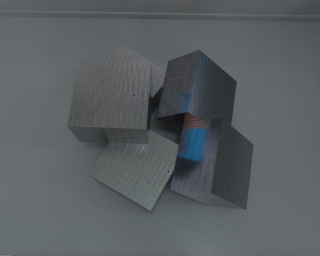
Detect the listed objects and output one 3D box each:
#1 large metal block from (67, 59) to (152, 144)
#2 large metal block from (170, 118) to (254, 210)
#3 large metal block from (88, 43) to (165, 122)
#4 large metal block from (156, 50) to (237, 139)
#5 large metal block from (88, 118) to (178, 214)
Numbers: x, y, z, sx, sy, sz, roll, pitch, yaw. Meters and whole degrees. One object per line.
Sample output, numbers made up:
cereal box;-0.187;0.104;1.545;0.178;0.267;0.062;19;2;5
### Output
large metal block;-0.051;-0.028;0.350;0.081;0.050;0.080;2;69;1
large metal block;0.063;0.043;0.357;0.050;0.080;0.080;-5;64;40
large metal block;-0.042;-0.052;0.414;0.080;0.050;0.080;34;73;11
large metal block;0.048;-0.036;0.386;0.080;0.050;0.080;28;64;-38
large metal block;-0.025;0.046;0.374;0.080;0.050;0.080;28;72;9
